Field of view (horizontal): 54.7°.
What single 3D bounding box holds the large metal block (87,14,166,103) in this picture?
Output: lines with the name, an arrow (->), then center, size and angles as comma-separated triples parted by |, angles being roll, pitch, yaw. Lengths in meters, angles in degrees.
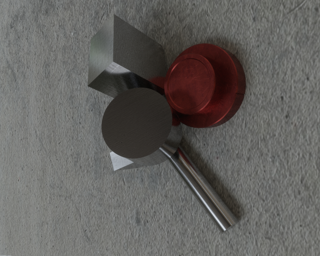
large metal block -> -0.040, -0.080, 0.388 | 0.050, 0.080, 0.080 | -33, 48, 36

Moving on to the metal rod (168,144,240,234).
metal rod -> -0.003, 0.003, 0.408 | 0.025, 0.025, 0.300 | -52, 60, 27

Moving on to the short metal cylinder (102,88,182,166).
short metal cylinder -> -0.019, 0.000, 0.356 | 0.080, 0.050, 0.080 | -4, 73, 15

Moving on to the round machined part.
round machined part -> 0.044, -0.049, 0.357 | 0.098, 0.042, 0.097 | 0, 90, 39

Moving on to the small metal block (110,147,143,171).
small metal block -> -0.029, 0.036, 0.413 | 0.050, 0.050, 0.025 | -26, 73, 36
